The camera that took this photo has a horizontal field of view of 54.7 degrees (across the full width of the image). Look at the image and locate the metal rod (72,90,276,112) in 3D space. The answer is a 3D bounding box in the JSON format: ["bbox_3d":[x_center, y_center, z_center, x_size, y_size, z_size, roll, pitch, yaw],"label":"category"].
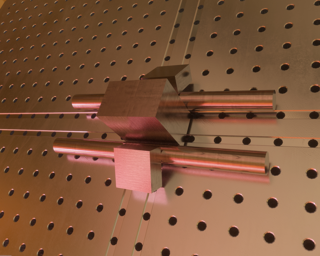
[{"bbox_3d":[-0.001,-0.036,0.426,0.300,0.025,0.025,2,63,29],"label":"metal rod"}]

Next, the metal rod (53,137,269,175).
[{"bbox_3d":[-0.020,0.032,0.395,0.300,0.025,0.025,2,63,29],"label":"metal rod"}]

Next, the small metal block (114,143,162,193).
[{"bbox_3d":[-0.026,0.047,0.373,0.050,0.025,0.050,3,101,29],"label":"small metal block"}]

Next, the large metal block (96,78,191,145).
[{"bbox_3d":[-0.017,-0.016,0.386,0.080,0.080,0.050,2,63,29],"label":"large metal block"}]

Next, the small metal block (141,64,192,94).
[{"bbox_3d":[0.010,-0.066,0.424,0.050,0.025,0.050,1,28,28],"label":"small metal block"}]
